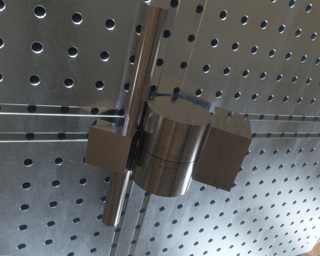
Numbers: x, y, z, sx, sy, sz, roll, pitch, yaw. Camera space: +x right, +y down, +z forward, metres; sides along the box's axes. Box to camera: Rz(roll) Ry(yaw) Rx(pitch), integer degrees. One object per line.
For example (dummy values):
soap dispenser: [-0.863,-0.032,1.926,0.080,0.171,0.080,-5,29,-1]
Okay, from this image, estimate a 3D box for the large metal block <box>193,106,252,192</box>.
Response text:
large metal block: [0.085,0.026,0.424,0.050,0.080,0.079,18,115,5]

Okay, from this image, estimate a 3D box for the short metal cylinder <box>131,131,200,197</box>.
short metal cylinder: [0.007,0.044,0.402,0.081,0.080,0.050,0,118,-29]

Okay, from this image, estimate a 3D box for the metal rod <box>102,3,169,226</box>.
metal rod: [-0.037,0.003,0.387,0.025,0.025,0.298,0,118,-29]

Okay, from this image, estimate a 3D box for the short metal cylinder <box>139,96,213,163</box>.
short metal cylinder: [0.019,0.000,0.380,0.081,0.080,0.050,0,118,-29]

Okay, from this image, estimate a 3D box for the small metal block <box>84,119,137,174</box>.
small metal block: [-0.059,0.022,0.373,0.050,0.025,0.050,16,114,3]
